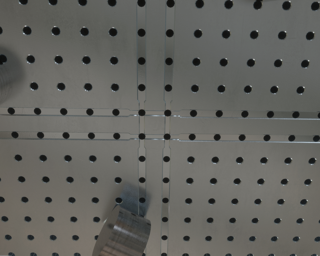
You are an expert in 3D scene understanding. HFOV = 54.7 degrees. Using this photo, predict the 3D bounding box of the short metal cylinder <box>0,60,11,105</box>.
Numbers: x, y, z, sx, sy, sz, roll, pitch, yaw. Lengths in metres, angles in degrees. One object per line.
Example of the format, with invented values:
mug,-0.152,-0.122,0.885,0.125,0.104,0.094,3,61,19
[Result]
short metal cylinder,-0.234,-0.054,0.377,0.081,0.050,0.079,0,110,-1

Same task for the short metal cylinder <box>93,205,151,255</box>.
short metal cylinder,-0.055,0.158,0.442,0.050,0.080,0.080,29,107,-11
